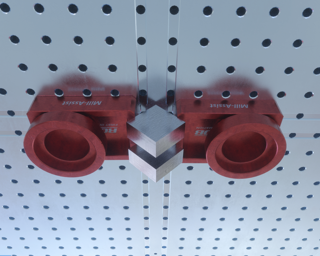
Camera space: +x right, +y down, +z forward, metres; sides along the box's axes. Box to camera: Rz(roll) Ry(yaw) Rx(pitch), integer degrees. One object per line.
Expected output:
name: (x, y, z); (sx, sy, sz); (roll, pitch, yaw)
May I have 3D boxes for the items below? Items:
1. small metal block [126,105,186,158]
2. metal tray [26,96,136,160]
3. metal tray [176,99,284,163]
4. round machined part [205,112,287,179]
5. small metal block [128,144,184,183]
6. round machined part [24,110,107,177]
small metal block: (-0.005, 0.002, 0.378); (0.050, 0.050, 0.025); (33, 139, 32)
metal tray: (-0.095, 0.002, 0.411); (0.131, 0.030, 0.089); (-1, 132, 0)
metal tray: (0.086, 0.006, 0.415); (0.131, 0.030, 0.089); (0, 131, -1)
round machined part: (0.107, 0.018, 0.400); (0.099, 0.042, 0.097); (0, 130, 0)
small metal block: (-0.005, 0.036, 0.407); (0.050, 0.050, 0.025); (33, 139, 32)
round machined part: (-0.117, 0.016, 0.396); (0.099, 0.042, 0.097); (0, 130, 0)
